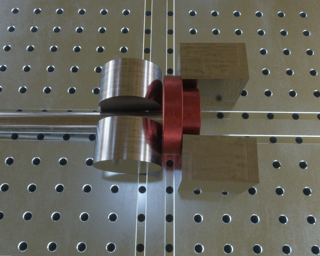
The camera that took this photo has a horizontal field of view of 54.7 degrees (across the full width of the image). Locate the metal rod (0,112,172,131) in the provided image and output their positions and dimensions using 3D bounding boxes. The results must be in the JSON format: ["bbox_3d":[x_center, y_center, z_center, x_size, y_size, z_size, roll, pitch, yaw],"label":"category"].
[{"bbox_3d":[-0.120,-0.009,0.402,0.302,0.025,0.025,0,70,4],"label":"metal rod"}]

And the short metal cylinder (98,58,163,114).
[{"bbox_3d":[-0.037,-0.047,0.400,0.080,0.080,0.050,1,71,0],"label":"short metal cylinder"}]

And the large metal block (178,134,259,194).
[{"bbox_3d":[0.064,0.045,0.367,0.080,0.080,0.050,3,70,1],"label":"large metal block"}]

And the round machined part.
[{"bbox_3d":[0.025,-0.015,0.378,0.042,0.098,0.098,1,70,0],"label":"round machined part"}]

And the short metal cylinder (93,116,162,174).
[{"bbox_3d":[-0.038,0.023,0.373,0.080,0.080,0.050,1,71,0],"label":"short metal cylinder"}]

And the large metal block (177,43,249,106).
[{"bbox_3d":[0.065,-0.067,0.408,0.081,0.080,0.050,0,70,0],"label":"large metal block"}]
